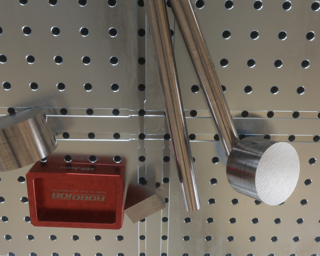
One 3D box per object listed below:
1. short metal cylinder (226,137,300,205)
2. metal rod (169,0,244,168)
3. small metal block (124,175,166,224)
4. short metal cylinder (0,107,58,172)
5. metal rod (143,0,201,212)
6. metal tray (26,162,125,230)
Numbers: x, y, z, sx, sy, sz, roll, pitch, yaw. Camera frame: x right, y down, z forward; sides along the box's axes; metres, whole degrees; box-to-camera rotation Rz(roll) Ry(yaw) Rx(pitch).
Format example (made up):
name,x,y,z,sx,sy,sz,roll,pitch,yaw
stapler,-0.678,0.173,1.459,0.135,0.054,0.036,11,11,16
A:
name,x,y,z,sx,sy,sz,roll,pitch,yaw
short metal cylinder,0.134,0.054,0.403,0.081,0.050,0.079,-4,98,-30
metal rod,0.057,-0.072,0.387,0.025,0.025,0.299,-21,109,7
small metal block,-0.021,0.100,0.437,0.050,0.050,0.025,-29,108,10
short metal cylinder,-0.176,0.012,0.386,0.080,0.080,0.050,-13,110,4
metal rod,0.019,-0.022,0.405,0.025,0.025,0.298,-11,110,3
metal tray,-0.118,0.098,0.445,0.131,0.030,0.089,3,110,-2
